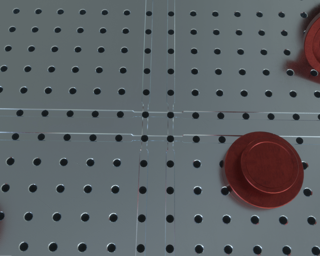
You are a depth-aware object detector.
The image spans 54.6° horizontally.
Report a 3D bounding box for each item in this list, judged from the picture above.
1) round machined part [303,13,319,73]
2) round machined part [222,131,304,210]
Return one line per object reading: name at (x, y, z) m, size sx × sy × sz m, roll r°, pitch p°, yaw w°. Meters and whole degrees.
round machined part at (0.252, -0.124, 0.430) m, size 0.098 × 0.097 × 0.042 m, roll 21°, pitch 35°, yaw 7°
round machined part at (0.130, 0.050, 0.385) m, size 0.099 × 0.042 × 0.098 m, roll 0°, pitch 70°, yaw 0°
